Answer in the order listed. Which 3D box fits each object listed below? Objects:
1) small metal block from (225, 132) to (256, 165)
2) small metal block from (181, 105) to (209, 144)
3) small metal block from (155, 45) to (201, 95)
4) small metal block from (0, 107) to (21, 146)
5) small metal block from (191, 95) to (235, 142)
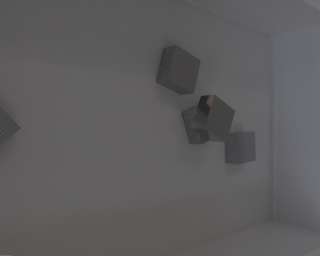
[{"bbox_3d":[0.135,0.032,0.519,0.050,0.025,0.050,-4,93,-40],"label":"small metal block"},{"bbox_3d":[0.063,-0.008,0.459,0.050,0.025,0.050,-25,106,-37],"label":"small metal block"},{"bbox_3d":[0.026,-0.079,0.428,0.050,0.025,0.050,21,77,-38],"label":"small metal block"},{"bbox_3d":[-0.162,-0.001,0.270,0.050,0.025,0.050,-51,120,-28],"label":"small metal block"},{"bbox_3d":[0.076,-0.013,0.437,0.050,0.025,0.050,31,71,-36],"label":"small metal block"}]
